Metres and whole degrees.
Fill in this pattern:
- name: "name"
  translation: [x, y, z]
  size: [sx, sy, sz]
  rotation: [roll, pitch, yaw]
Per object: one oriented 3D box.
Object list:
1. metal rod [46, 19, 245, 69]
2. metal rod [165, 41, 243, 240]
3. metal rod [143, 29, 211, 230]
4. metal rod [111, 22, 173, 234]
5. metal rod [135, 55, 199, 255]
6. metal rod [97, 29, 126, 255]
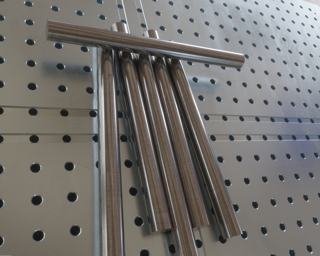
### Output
- name: "metal rod"
  translation: [-0.002, -0.115, 0.444]
  size: [0.302, 0.025, 0.025]
  rotation: [2, 61, -27]
- name: "metal rod"
  translation: [0.050, 0.000, 0.435]
  size: [0.025, 0.025, 0.299]
  rotation: [-2, 63, -29]
- name: "metal rod"
  translation: [0.016, -0.015, 0.427]
  size: [0.025, 0.025, 0.299]
  rotation: [1, 61, -28]
- name: "metal rod"
  translation: [-0.030, -0.018, 0.403]
  size: [0.025, 0.025, 0.299]
  rotation: [1, 61, -28]
- name: "metal rod"
  translation: [0.005, 0.031, 0.391]
  size: [0.025, 0.025, 0.299]
  rotation: [1, 62, -28]
- name: "metal rod"
  translation: [-0.062, -0.002, 0.374]
  size: [0.025, 0.025, 0.299]
  rotation: [7, 59, -25]
